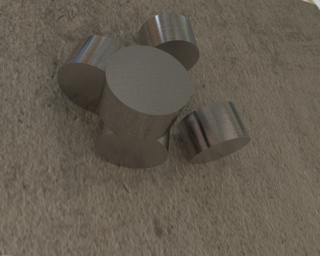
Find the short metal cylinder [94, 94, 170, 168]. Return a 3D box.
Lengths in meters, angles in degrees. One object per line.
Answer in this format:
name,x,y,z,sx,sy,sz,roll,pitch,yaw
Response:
short metal cylinder,-0.029,0.006,0.351,0.081,0.080,0.050,18,55,-18

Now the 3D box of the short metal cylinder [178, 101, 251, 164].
short metal cylinder,0.070,0.008,0.403,0.081,0.080,0.050,-6,65,-31

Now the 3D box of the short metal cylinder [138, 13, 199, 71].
short metal cylinder,0.012,-0.118,0.449,0.081,0.080,0.050,3,61,-27

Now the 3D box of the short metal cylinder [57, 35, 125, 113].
short metal cylinder,-0.072,-0.062,0.368,0.080,0.080,0.050,27,52,-12

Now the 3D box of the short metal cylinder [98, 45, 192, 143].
short metal cylinder,-0.016,-0.033,0.300,0.081,0.050,0.080,9,57,-14
